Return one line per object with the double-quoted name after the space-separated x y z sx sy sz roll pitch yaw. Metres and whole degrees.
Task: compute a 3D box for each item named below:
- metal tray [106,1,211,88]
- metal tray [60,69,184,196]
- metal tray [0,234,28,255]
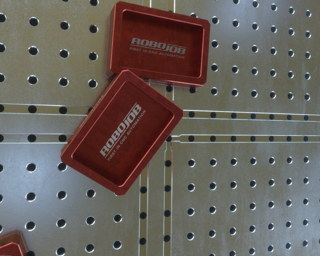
-0.001 -0.106 0.409 0.131 0.030 0.090 5 89 -20 "metal tray"
-0.045 0.006 0.375 0.090 0.030 0.130 35 94 -17 "metal tray"
-0.206 0.184 0.334 0.131 0.030 0.090 -19 97 -19 "metal tray"
